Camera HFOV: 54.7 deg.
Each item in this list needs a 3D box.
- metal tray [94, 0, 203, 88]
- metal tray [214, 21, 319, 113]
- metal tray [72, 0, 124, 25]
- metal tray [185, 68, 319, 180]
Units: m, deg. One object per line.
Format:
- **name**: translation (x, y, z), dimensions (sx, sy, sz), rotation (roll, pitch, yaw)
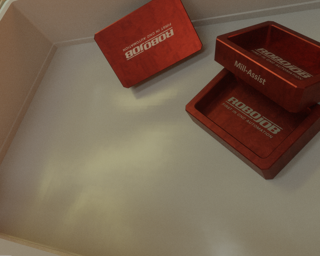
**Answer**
- **metal tray**: translation (-0.016, -0.127, 0.449), dimensions (0.130, 0.090, 0.030), rotation (-26, 20, 12)
- **metal tray**: translation (0.135, -0.076, 0.349), dimensions (0.091, 0.030, 0.130), rotation (-22, 45, -21)
- **metal tray**: translation (-0.115, -0.273, 0.634), dimensions (0.090, 0.030, 0.130), rotation (4, 63, 29)
- **metal tray**: translation (0.104, -0.015, 0.357), dimensions (0.090, 0.030, 0.130), rotation (-45, 51, -3)
